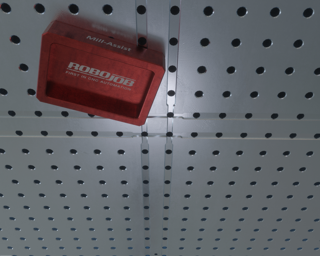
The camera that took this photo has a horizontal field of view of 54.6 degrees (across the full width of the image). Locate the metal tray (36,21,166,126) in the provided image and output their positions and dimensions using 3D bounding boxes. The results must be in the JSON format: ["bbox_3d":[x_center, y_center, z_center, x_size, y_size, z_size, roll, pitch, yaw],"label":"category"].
[{"bbox_3d":[-0.069,-0.058,0.358,0.131,0.030,0.089,14,129,-12],"label":"metal tray"}]
